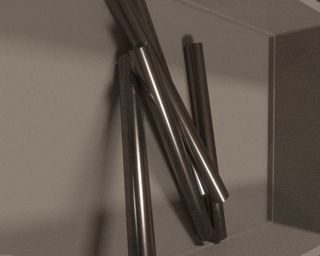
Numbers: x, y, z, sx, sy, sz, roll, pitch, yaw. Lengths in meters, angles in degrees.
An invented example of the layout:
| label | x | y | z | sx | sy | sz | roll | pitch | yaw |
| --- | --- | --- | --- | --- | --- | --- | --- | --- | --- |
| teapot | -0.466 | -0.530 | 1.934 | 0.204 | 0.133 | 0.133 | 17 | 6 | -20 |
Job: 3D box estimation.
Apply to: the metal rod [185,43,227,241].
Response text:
| label | x | y | z | sx | sy | sz | roll | pitch | yaw |
| --- | --- | --- | --- | --- | --- | --- | --- | --- | --- |
| metal rod | 0.071 | 0.025 | 0.468 | 0.025 | 0.025 | 0.298 | -15 | 100 | -39 |

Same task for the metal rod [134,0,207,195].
| label | x | y | z | sx | sy | sz | roll | pitch | yaw |
| --- | --- | --- | --- | --- | --- | --- | --- | --- | --- |
| metal rod | 0.011 | -0.041 | 0.417 | 0.025 | 0.025 | 0.298 | -33 | 110 | -36 |

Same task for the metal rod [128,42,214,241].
| label | x | y | z | sx | sy | sz | roll | pitch | yaw |
| --- | --- | --- | --- | --- | --- | --- | --- | --- | --- |
| metal rod | 0.023 | 0.036 | 0.403 | 0.025 | 0.025 | 0.298 | -39 | 122 | -33 |

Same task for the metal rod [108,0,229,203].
| label | x | y | z | sx | sy | sz | roll | pitch | yaw |
| --- | --- | --- | --- | --- | --- | --- | --- | --- | --- |
| metal rod | 0.018 | -0.027 | 0.395 | 0.025 | 0.025 | 0.299 | -40 | 111 | -33 |

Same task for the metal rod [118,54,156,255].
| label | x | y | z | sx | sy | sz | roll | pitch | yaw |
| --- | --- | --- | --- | --- | --- | --- | --- | --- | --- |
| metal rod | -0.023 | 0.050 | 0.311 | 0.025 | 0.025 | 0.299 | 18 | 55 | -39 |
